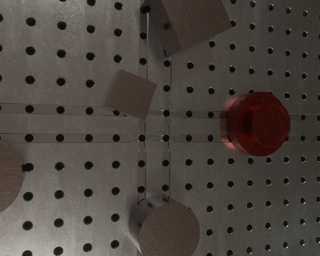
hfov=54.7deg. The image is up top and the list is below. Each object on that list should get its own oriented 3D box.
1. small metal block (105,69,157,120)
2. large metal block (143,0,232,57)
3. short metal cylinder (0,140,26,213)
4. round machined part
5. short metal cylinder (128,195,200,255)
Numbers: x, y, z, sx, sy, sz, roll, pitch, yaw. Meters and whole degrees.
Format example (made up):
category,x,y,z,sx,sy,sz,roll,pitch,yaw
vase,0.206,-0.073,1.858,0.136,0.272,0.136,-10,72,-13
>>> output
category,x,y,z,sx,sy,sz,roll,pitch,yaw
small metal block,-0.038,-0.041,0.399,0.050,0.025,0.050,20,83,-19
large metal block,0.037,-0.152,0.414,0.081,0.050,0.080,-28,100,-18
short metal cylinder,-0.189,0.051,0.330,0.081,0.050,0.079,0,90,-21
round machined part,0.154,-0.006,0.462,0.099,0.042,0.097,0,90,-21
short metal cylinder,0.004,0.132,0.402,0.081,0.050,0.079,0,90,-20
